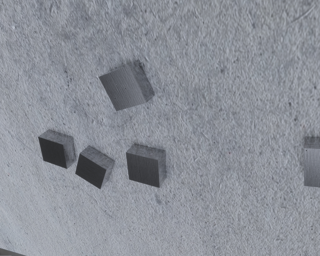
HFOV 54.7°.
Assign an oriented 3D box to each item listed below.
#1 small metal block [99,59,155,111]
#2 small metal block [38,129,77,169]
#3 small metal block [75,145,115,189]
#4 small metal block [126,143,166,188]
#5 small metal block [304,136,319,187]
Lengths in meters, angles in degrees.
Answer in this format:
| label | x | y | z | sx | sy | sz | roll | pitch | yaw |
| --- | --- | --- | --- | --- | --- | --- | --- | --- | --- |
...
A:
| label | x | y | z | sx | sy | sz | roll | pitch | yaw |
| --- | --- | --- | --- | --- | --- | --- | --- | --- | --- |
| small metal block | -0.042 | -0.054 | 0.396 | 0.050 | 0.025 | 0.050 | -13 | 112 | 33 |
| small metal block | -0.171 | 0.035 | 0.519 | 0.050 | 0.025 | 0.050 | 15 | 125 | 19 |
| small metal block | -0.106 | 0.064 | 0.502 | 0.050 | 0.025 | 0.050 | 30 | 128 | 9 |
| small metal block | -0.019 | 0.054 | 0.451 | 0.050 | 0.025 | 0.050 | 11 | 123 | 22 |
| small metal block | 0.184 | 0.038 | 0.333 | 0.050 | 0.025 | 0.050 | 2 | 119 | 27 |
